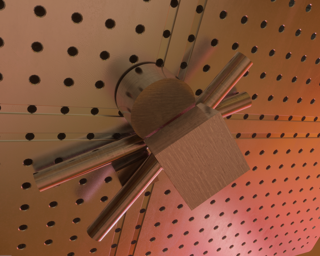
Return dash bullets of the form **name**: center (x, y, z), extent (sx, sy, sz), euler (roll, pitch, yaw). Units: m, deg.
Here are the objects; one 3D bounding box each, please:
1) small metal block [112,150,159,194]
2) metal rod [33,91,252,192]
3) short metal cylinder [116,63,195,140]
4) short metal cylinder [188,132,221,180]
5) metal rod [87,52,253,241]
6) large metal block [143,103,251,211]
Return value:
- **small metal block**: center (-0.034, 0.059, 0.425), extent (0.050, 0.025, 0.050), euler (-25, 128, -13)
- **metal rod**: center (-0.010, 0.011, 0.408), extent (0.302, 0.025, 0.025), euler (-21, 127, -16)
- **short metal cylinder**: center (-0.006, -0.030, 0.369), extent (0.081, 0.050, 0.079), euler (-14, 124, -21)
- **short metal cylinder**: center (0.056, 0.047, 0.431), extent (0.050, 0.080, 0.080), euler (-37, 129, -3)
- **metal rod**: center (0.008, 0.028, 0.397), extent (0.299, 0.025, 0.025), euler (-50, 129, 7)
- **large metal block**: center (0.041, 0.030, 0.350), extent (0.080, 0.050, 0.080), euler (-34, 112, -5)
